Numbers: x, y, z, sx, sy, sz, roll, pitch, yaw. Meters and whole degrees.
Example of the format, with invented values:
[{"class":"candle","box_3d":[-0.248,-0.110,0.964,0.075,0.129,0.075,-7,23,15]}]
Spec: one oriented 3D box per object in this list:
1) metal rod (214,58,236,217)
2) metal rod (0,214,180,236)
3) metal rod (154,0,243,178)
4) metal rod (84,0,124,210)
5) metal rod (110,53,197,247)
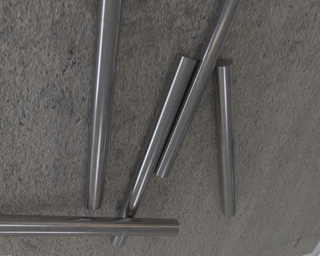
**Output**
[{"class":"metal rod","box_3d":[0.104,0.035,0.484,0.025,0.025,0.298,-22,127,-15]},{"class":"metal rod","box_3d":[-0.111,0.128,0.403,0.302,0.025,0.025,9,114,-25]},{"class":"metal rod","box_3d":[0.051,-0.066,0.393,0.025,0.025,0.298,7,115,-32]},{"class":"metal rod","box_3d":[-0.066,-0.028,0.353,0.025,0.025,0.298,-4,120,-27]},{"class":"metal rod","box_3d":[-0.016,0.045,0.425,0.025,0.025,0.298,7,115,-32]}]
